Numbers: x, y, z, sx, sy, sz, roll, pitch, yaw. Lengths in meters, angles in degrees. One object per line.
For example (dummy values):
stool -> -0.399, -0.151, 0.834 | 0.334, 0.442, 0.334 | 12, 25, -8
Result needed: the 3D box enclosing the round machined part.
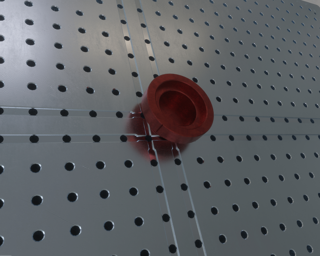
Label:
round machined part -> 0.020, -0.022, 0.421 | 0.099, 0.042, 0.098 | 13, 56, -21
